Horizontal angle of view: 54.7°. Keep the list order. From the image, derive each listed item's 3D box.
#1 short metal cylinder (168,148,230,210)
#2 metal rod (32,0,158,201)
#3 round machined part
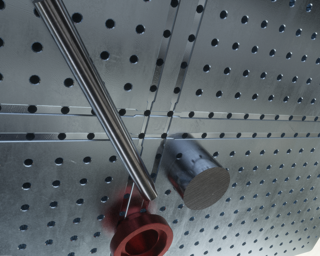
[{"bbox_3d":[0.060,0.079,0.476,0.081,0.050,0.079,-14,124,-21],"label":"short metal cylinder"},{"bbox_3d":[-0.059,-0.010,0.372,0.025,0.025,0.299,-30,129,-9],"label":"metal rod"},{"bbox_3d":[-0.032,0.173,0.490,0.099,0.042,0.097,-14,124,-21],"label":"round machined part"}]
